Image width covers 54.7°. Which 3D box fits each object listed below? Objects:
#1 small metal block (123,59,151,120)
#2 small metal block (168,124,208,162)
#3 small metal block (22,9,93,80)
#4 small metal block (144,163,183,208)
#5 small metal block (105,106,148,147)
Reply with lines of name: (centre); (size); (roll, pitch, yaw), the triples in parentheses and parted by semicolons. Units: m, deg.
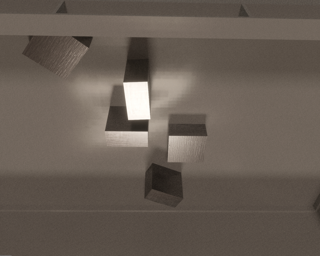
small metal block: (-0.025, -0.045, 0.354); (0.025, 0.050, 0.050); (-2, 130, 1)
small metal block: (0.036, 0.021, 0.428); (0.050, 0.025, 0.050); (1, 130, -1)
small metal block: (-0.109, -0.088, 0.332); (0.050, 0.025, 0.050); (32, 123, -25)
small metal block: (0.005, 0.086, 0.466); (0.050, 0.050, 0.025); (21, 127, -17)
small metal block: (-0.040, -0.003, 0.390); (0.050, 0.050, 0.025); (1, 130, -1)
